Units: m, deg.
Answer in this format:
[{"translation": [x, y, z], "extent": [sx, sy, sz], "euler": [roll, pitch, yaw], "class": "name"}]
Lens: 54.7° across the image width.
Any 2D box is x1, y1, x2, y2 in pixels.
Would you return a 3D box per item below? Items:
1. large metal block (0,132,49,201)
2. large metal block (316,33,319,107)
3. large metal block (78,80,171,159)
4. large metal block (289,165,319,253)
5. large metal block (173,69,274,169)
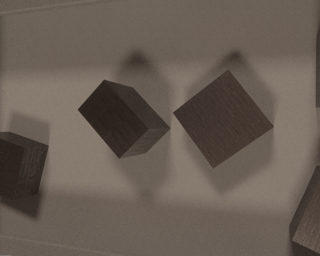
[{"translation": [-0.229, 0.055, 0.476], "extent": [0.080, 0.050, 0.079], "euler": [16, 95, 19], "class": "large metal block"}, {"translation": [0.192, -0.063, 0.314], "extent": [0.050, 0.080, 0.079], "euler": [1, 90, 20], "class": "large metal block"}, {"translation": [-0.042, -0.011, 0.395], "extent": [0.050, 0.080, 0.080], "euler": [-46, 76, 14], "class": "large metal block"}, {"translation": [0.195, 0.095, 0.329], "extent": [0.080, 0.050, 0.080], "euler": [23, 98, 18], "class": "large metal block"}, {"translation": [0.076, -0.010, 0.370], "extent": [0.080, 0.050, 0.080], "euler": [-38, 78, 15], "class": "large metal block"}]
